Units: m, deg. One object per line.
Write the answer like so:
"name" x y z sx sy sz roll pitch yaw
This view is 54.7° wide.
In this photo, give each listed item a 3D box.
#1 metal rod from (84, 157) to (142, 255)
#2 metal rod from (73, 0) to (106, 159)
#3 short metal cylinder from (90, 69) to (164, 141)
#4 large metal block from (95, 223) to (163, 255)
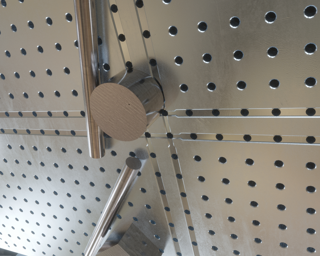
"metal rod" -0.093 0.157 0.554 0.025 0.025 0.298 32 128 7
"metal rod" -0.092 -0.085 0.405 0.025 0.025 0.298 16 125 19
"short metal cylinder" -0.042 -0.030 0.397 0.080 0.050 0.079 13 124 21
"large metal block" -0.057 0.231 0.566 0.080 0.050 0.080 46 129 -5
